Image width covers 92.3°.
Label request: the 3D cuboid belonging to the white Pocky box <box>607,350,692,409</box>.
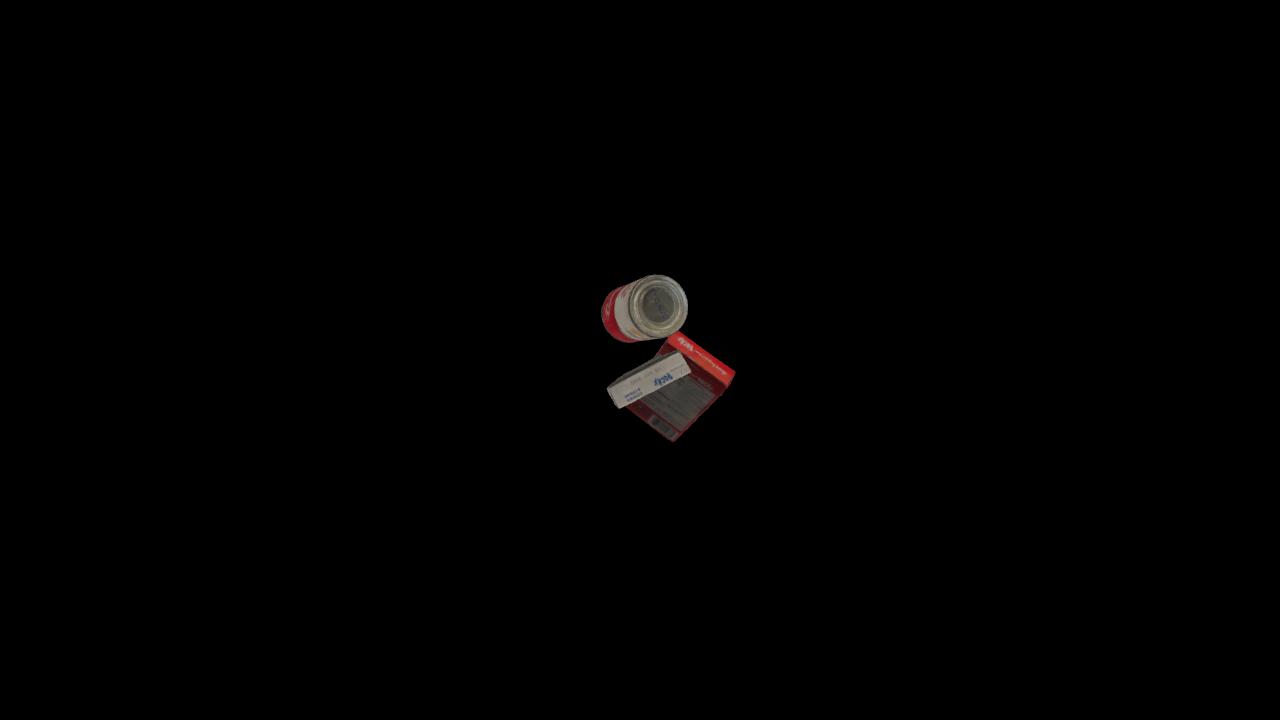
[{"bbox_3d":[0.011,0.017,0.672,0.084,0.028,0.154,-29,1,2],"label":"white Pocky box"}]

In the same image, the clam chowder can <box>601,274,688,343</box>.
[{"bbox_3d":[0.004,-0.054,0.673,0.068,0.068,0.102,0,0,-19],"label":"clam chowder can"}]

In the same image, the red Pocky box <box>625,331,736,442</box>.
[{"bbox_3d":[0.040,0.034,0.703,0.083,0.028,0.155,38,-36,2],"label":"red Pocky box"}]
